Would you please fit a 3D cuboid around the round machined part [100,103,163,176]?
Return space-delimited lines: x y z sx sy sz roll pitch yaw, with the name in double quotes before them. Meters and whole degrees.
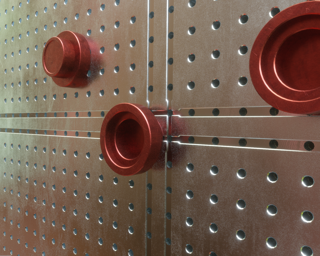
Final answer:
"round machined part" -0.035 0.015 0.429 0.098 0.042 0.097 0 90 40

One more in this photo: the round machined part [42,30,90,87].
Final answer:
"round machined part" -0.168 -0.121 0.539 0.098 0.042 0.097 0 90 40

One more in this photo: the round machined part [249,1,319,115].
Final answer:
"round machined part" 0.137 -0.061 0.285 0.098 0.042 0.097 0 90 40
